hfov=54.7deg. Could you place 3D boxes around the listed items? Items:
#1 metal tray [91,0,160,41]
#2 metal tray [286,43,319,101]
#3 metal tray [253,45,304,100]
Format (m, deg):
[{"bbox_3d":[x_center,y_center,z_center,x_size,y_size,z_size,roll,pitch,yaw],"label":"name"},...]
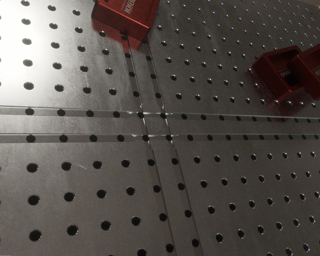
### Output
[{"bbox_3d":[-0.049,-0.212,0.509,0.091,0.030,0.130,23,53,-15],"label":"metal tray"},{"bbox_3d":[0.315,-0.115,0.608,0.131,0.030,0.090,-28,77,-37],"label":"metal tray"},{"bbox_3d":[0.254,-0.113,0.613,0.131,0.030,0.090,-21,73,-36],"label":"metal tray"}]
